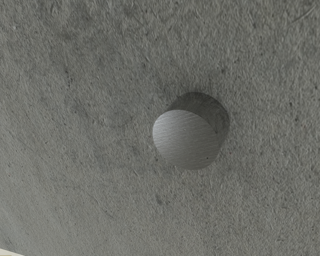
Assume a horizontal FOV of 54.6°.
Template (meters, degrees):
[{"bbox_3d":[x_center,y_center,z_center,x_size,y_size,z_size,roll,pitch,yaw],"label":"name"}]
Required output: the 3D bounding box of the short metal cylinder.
[{"bbox_3d":[0.038,0.003,0.373,0.080,0.050,0.080,13,124,21],"label":"short metal cylinder"}]
